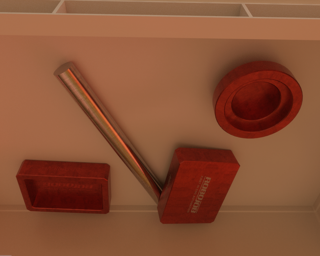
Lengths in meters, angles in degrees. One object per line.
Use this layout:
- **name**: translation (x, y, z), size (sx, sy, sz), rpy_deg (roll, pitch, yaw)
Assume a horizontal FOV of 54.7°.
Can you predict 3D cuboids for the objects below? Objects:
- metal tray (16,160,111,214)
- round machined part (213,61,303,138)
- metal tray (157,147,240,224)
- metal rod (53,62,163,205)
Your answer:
- **metal tray**: translation (-0.144, 0.094, 0.483), size (0.131, 0.030, 0.089), rpy_deg (3, 130, -4)
- **round machined part**: translation (0.112, -0.037, 0.368), size (0.099, 0.042, 0.097), rpy_deg (-1, 130, 0)
- **metal tray**: translation (0.054, 0.090, 0.465), size (0.091, 0.030, 0.129), rpy_deg (4, 124, -16)
- **metal rod**: translation (-0.046, 0.035, 0.438), size (0.025, 0.025, 0.299), rpy_deg (-20, 128, 16)
